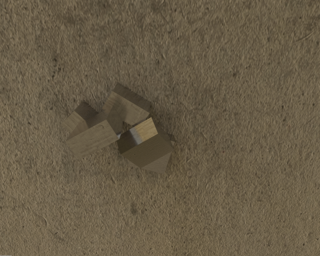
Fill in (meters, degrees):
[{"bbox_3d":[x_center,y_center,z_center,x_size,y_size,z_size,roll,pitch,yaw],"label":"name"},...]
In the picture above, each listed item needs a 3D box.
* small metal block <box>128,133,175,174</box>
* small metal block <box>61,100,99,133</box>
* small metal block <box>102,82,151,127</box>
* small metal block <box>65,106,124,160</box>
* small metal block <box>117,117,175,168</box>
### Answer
[{"bbox_3d":[-0.012,0.030,0.422,0.050,0.025,0.050,15,109,-6],"label":"small metal block"},{"bbox_3d":[-0.092,-0.004,0.395,0.025,0.050,0.050,-43,105,14],"label":"small metal block"},{"bbox_3d":[-0.040,-0.029,0.387,0.050,0.050,0.025,31,107,-11],"label":"small metal block"},{"bbox_3d":[-0.071,0.004,0.345,0.050,0.050,0.025,-28,108,9],"label":"small metal block"},{"bbox_3d":[-0.017,0.019,0.378,0.050,0.025,0.050,-30,145,10],"label":"small metal block"}]
